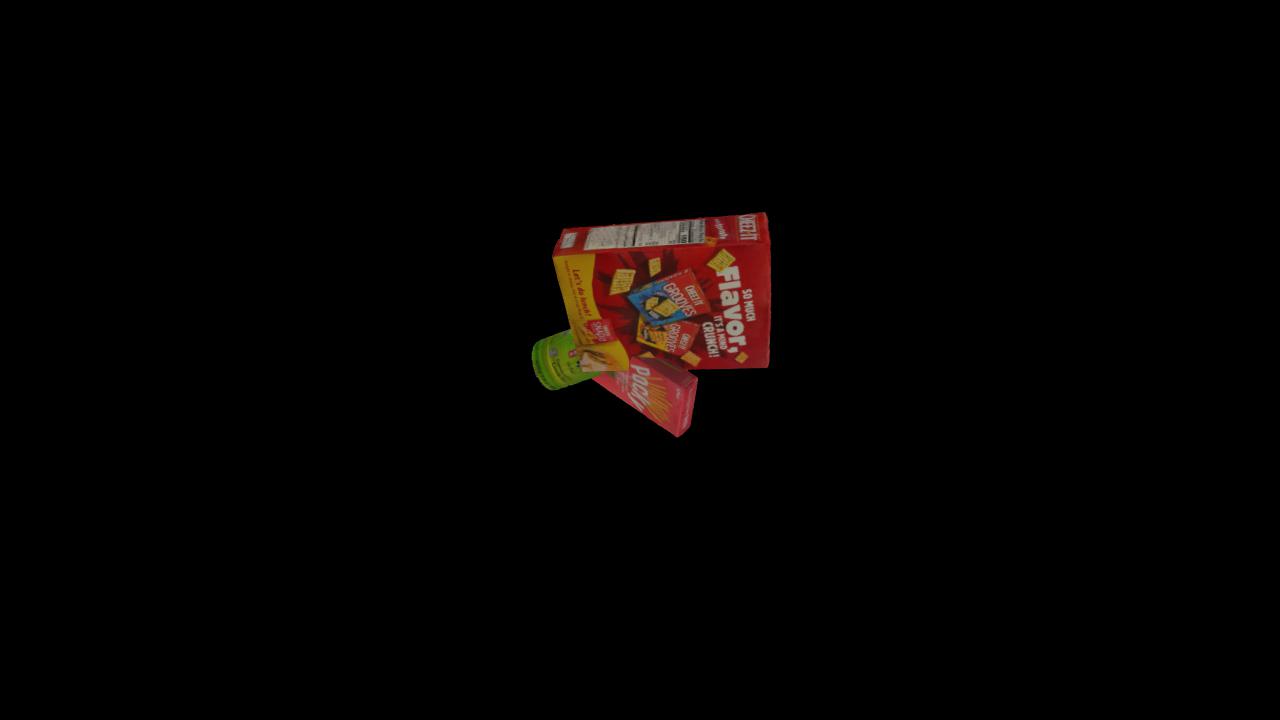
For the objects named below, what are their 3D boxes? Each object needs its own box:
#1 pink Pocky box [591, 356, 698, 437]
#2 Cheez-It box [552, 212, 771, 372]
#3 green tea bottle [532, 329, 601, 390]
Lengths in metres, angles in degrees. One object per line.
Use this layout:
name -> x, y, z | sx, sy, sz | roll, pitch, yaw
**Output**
pink Pocky box -> -0.003, 0.019, 0.733 | 0.155, 0.084, 0.029 | 32, 49, 27
Cheez-It box -> 0.031, -0.069, 0.680 | 0.223, 0.166, 0.071 | -2, 41, 9
green tea bottle -> -0.031, -0.024, 0.758 | 0.212, 0.073, 0.073 | -21, -8, 22
